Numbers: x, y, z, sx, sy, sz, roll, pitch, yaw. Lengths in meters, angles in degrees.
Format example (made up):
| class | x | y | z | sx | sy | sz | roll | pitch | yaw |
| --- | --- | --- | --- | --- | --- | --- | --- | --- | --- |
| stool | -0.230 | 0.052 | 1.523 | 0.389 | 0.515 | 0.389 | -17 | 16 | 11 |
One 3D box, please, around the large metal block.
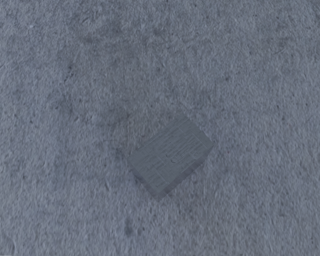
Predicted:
| class | x | y | z | sx | sy | sz | roll | pitch | yaw |
| --- | --- | --- | --- | --- | --- | --- | --- | --- | --- |
| large metal block | 0.011 | 0.038 | 0.365 | 0.080 | 0.080 | 0.050 | -39 | 75 | -13 |
